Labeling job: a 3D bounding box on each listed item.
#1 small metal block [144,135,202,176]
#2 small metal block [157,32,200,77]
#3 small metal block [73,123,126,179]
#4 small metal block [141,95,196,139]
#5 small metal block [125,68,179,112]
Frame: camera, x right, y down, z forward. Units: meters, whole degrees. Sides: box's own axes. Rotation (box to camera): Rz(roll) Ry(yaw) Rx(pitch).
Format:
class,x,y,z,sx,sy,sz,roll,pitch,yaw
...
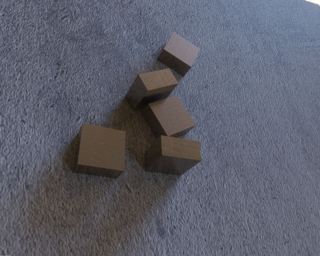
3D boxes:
class,x,y,z,sx,sy,sz,roll,pitch,yaw
small metal block,0.014,0.035,0.374,0.050,0.050,0.025,10,58,-23
small metal block,0.030,-0.117,0.491,0.050,0.025,0.050,31,52,-8
small metal block,-0.068,0.026,0.351,0.050,0.025,0.050,12,57,-22
small metal block,0.012,-0.012,0.417,0.050,0.025,0.050,-21,73,-36
small metal block,-0.012,-0.051,0.412,0.050,0.050,0.025,-19,72,-35
